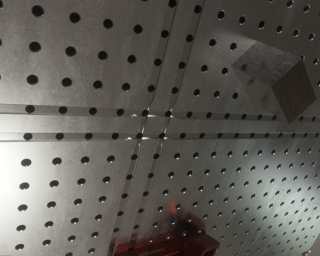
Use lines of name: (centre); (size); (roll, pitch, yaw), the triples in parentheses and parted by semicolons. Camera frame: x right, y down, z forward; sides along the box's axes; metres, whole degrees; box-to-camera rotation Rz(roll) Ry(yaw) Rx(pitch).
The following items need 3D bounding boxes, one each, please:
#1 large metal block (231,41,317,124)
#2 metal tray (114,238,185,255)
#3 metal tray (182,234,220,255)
large metal block: (0.155, -0.063, 0.424); (0.050, 0.080, 0.080); (-43, 130, 1)
metal tray: (-0.021, 0.253, 0.555); (0.131, 0.030, 0.089); (-5, 121, -27)
metal tray: (0.056, 0.263, 0.565); (0.090, 0.030, 0.129); (25, 92, -59)
